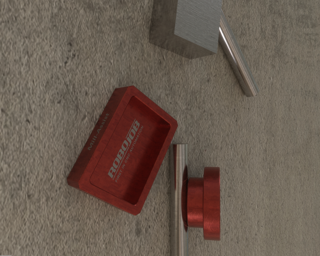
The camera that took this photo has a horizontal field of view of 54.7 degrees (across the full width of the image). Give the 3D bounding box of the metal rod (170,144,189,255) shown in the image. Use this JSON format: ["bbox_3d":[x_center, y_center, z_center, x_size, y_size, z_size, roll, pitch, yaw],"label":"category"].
[{"bbox_3d":[0.027,0.171,0.430,0.025,0.025,0.298,-1,91,-40],"label":"metal rod"}]

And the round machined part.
[{"bbox_3d":[0.061,0.102,0.427,0.098,0.042,0.097,-1,91,-79],"label":"round machined part"}]

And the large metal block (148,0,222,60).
[{"bbox_3d":[0.036,-0.147,0.420,0.081,0.050,0.080,11,83,-40],"label":"large metal block"}]

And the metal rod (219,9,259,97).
[{"bbox_3d":[0.087,-0.174,0.479,0.025,0.025,0.299,-49,119,-29],"label":"metal rod"}]

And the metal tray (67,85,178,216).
[{"bbox_3d":[-0.039,0.026,0.370,0.090,0.030,0.130,38,67,-34],"label":"metal tray"}]
